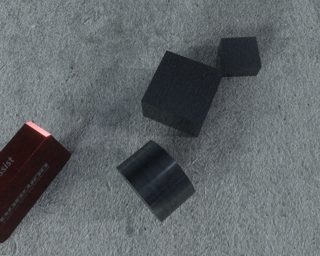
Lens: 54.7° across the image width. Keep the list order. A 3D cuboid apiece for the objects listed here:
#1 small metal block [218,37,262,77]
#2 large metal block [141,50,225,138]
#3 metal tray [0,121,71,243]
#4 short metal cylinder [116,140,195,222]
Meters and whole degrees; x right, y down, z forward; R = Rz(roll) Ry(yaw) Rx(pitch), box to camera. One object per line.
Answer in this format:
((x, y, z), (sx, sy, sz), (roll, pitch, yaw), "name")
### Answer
((0.114, -0.102, 0.446), (0.050, 0.025, 0.050), (-3, 70, -1), "small metal block")
((0.030, -0.044, 0.411), (0.080, 0.050, 0.080), (22, 71, 7), "large metal block")
((-0.163, 0.064, 0.348), (0.030, 0.090, 0.130), (32, 73, 11), "metal tray")
((-0.005, 0.061, 0.357), (0.050, 0.080, 0.080), (-39, 75, -13), "short metal cylinder")
